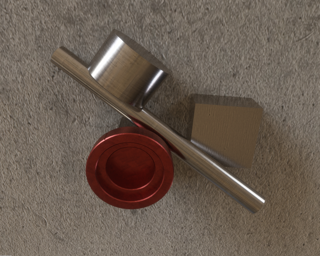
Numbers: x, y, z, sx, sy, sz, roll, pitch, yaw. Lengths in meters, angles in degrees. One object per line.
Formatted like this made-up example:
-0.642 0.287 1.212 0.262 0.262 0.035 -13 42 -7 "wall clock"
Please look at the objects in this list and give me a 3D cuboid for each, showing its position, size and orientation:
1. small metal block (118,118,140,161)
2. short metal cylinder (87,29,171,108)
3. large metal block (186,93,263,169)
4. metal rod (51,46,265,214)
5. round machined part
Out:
-0.038 0.016 0.404 0.025 0.050 0.050 -2 110 0 "small metal block"
-0.035 -0.068 0.356 0.080 0.080 0.050 36 106 -13 "short metal cylinder"
0.078 0.003 0.400 0.081 0.050 0.079 4 110 -2 "large metal block"
-0.004 0.001 0.372 0.301 0.025 0.025 37 106 2 "metal rod"
-0.034 0.043 0.365 0.099 0.042 0.097 0 112 -1 "round machined part"
